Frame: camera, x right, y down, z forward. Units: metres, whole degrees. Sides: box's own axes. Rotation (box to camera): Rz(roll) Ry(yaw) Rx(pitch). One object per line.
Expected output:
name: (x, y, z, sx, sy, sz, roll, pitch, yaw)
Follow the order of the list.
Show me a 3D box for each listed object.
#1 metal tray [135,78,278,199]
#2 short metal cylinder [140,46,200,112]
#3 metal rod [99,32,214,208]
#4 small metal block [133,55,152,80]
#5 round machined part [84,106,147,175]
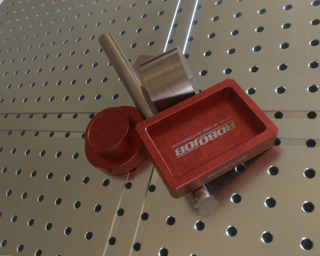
metal tray: (0.050, 0.008, 0.346, 0.131, 0.030, 0.090, -27, 59, -9)
short metal cylinder: (0.016, -0.058, 0.399, 0.050, 0.080, 0.080, -23, 54, 14)
metal rod: (-0.019, -0.030, 0.413, 0.025, 0.025, 0.299, -34, 59, 5)
small metal block: (-0.016, -0.081, 0.465, 0.050, 0.025, 0.050, 14, 69, 33)
round machined part: (-0.062, 0.010, 0.421, 0.098, 0.042, 0.098, -13, 56, 20)
